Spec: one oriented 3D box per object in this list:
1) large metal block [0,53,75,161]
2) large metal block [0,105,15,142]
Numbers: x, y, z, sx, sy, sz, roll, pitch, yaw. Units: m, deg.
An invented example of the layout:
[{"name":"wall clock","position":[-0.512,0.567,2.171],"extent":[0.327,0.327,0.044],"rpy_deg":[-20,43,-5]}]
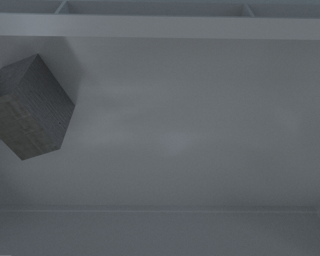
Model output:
[{"name":"large metal block","position":[-0.147,-0.024,0.351],"extent":[0.050,0.080,0.080],"rpy_deg":[-17,128,14]},{"name":"large metal block","position":[-0.230,0.000,0.362],"extent":[0.080,0.080,0.050],"rpy_deg":[26,169,-20]}]
